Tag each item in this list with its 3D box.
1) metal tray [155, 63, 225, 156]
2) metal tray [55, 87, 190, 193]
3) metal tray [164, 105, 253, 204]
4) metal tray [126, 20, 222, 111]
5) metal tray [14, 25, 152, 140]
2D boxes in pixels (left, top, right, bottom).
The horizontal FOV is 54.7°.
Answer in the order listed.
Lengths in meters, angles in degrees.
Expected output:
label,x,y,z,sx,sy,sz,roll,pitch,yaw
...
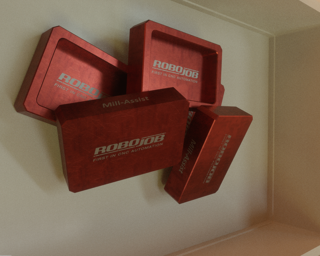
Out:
label,x,y,z,sx,sy,sz,roll,pitch,yaw
metal tray,0.041,-0.016,0.437,0.090,0.030,0.130,25,74,-38
metal tray,-0.037,0.011,0.328,0.131,0.030,0.089,-12,128,-24
metal tray,0.066,0.035,0.417,0.091,0.030,0.129,-2,120,-46
metal tray,0.023,-0.069,0.382,0.131,0.030,0.089,5,87,-40
metal tray,-0.075,-0.037,0.338,0.131,0.030,0.090,25,74,-38
